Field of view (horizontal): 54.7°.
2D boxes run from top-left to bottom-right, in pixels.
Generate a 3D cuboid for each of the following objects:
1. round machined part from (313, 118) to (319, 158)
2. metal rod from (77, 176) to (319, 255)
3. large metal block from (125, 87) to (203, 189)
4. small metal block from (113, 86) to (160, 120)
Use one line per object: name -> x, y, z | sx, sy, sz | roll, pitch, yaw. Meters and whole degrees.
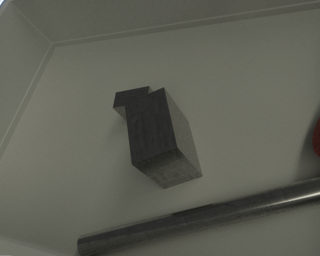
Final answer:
round machined part -> 0.189, -0.004, 0.275 | 0.042, 0.098, 0.098 | 31, 75, -2
metal rod -> 0.047, 0.093, 0.323 | 0.301, 0.025, 0.025 | -19, 55, 16
large metal block -> 0.005, 0.014, 0.358 | 0.050, 0.080, 0.080 | -22, 54, 15
small metal block -> -0.027, -0.028, 0.420 | 0.050, 0.050, 0.025 | -8, 59, 24
